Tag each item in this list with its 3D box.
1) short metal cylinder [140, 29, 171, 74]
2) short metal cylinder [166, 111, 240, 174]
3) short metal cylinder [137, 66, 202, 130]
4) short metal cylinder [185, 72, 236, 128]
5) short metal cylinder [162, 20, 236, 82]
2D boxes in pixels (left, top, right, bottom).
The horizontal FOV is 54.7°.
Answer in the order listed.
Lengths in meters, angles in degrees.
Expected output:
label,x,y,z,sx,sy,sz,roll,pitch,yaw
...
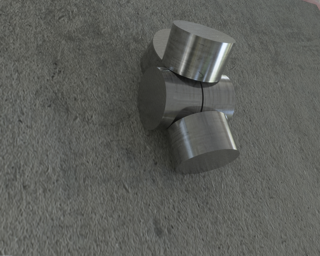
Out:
label,x,y,z,sx,sy,sz,roll,pitch,yaw
short metal cylinder,0.016,-0.100,0.462,0.081,0.050,0.080,14,56,-21
short metal cylinder,0.053,0.020,0.388,0.081,0.080,0.050,0,62,-29
short metal cylinder,0.010,-0.037,0.400,0.050,0.080,0.080,1,62,-28
short metal cylinder,0.057,-0.037,0.425,0.050,0.080,0.080,0,62,-28
short metal cylinder,0.048,-0.098,0.392,0.081,0.050,0.080,14,29,-7
